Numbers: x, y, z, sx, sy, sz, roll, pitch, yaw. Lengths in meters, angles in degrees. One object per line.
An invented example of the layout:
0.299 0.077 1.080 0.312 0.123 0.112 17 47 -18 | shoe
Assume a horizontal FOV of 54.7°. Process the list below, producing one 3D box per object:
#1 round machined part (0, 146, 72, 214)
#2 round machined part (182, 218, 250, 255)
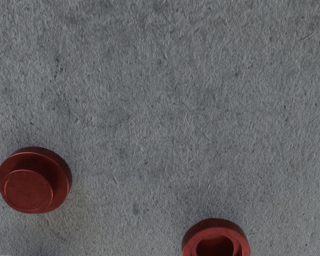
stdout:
-0.176 0.078 0.428 0.099 0.042 0.097 0 110 0 | round machined part
0.081 0.176 0.466 0.099 0.042 0.097 0 110 0 | round machined part
